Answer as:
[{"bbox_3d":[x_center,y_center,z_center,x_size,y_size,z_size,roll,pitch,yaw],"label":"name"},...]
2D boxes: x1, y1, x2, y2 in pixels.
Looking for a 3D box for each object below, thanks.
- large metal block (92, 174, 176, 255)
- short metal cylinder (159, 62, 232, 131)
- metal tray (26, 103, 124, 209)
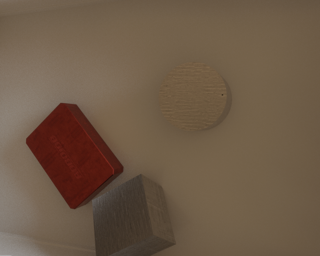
[{"bbox_3d":[-0.035,0.117,0.390,0.080,0.050,0.080,-30,48,17],"label":"large metal block"},{"bbox_3d":[0.045,-0.036,0.381,0.080,0.050,0.079,0,90,19],"label":"short metal cylinder"},{"bbox_3d":[-0.126,0.039,0.451,0.090,0.030,0.130,-42,77,14],"label":"metal tray"}]
